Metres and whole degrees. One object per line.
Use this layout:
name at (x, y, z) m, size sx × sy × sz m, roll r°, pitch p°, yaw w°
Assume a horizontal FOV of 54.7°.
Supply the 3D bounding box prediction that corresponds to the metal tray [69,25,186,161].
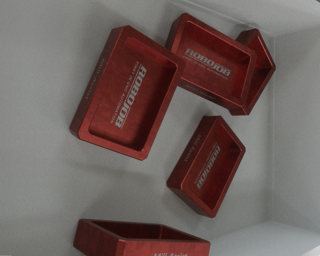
metal tray at (-0.034, -0.037, 0.353) m, size 0.090 × 0.030 × 0.129 m, roll 24°, pitch 87°, yaw -33°

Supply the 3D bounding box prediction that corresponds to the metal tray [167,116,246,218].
metal tray at (0.074, 0.056, 0.468) m, size 0.090 × 0.030 × 0.130 m, roll 47°, pitch 62°, yaw -30°

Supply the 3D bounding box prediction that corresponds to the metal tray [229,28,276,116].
metal tray at (0.145, -0.095, 0.527) m, size 0.090 × 0.030 × 0.130 m, roll 52°, pitch 59°, yaw -28°

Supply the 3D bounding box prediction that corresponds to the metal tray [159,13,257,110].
metal tray at (0.069, -0.091, 0.438) m, size 0.131 × 0.030 × 0.090 m, roll 22°, pitch 75°, yaw -20°

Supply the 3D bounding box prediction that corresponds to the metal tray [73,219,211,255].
metal tray at (-0.018, 0.131, 0.351) m, size 0.131 × 0.090 × 0.030 m, roll 18°, pitch 79°, yaw -39°
